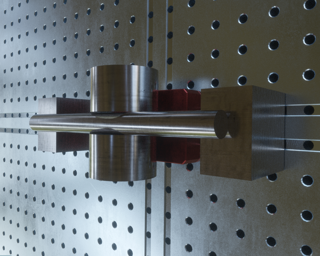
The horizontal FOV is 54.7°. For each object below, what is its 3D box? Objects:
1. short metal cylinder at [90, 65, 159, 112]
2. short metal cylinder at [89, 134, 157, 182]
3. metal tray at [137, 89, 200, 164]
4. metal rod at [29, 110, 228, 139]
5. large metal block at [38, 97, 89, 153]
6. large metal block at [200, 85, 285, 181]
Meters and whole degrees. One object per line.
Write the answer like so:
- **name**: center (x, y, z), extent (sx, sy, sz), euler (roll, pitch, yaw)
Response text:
- **short metal cylinder**: center (-0.042, -0.043, 0.369), extent (0.080, 0.081, 0.050), euler (1, 91, 40)
- **short metal cylinder**: center (-0.044, 0.032, 0.371), extent (0.080, 0.081, 0.050), euler (1, 91, 40)
- **metal tray**: center (-0.009, -0.003, 0.414), extent (0.130, 0.030, 0.089), euler (2, 91, 40)
- **metal rod**: center (-0.064, -0.005, 0.357), extent (0.300, 0.025, 0.025), euler (1, 91, 40)
- **large metal block**: center (-0.142, -0.005, 0.489), extent (0.050, 0.081, 0.080), euler (1, 91, 40)
- **large metal block**: center (0.083, 0.004, 0.304), extent (0.050, 0.081, 0.080), euler (1, 91, 40)
